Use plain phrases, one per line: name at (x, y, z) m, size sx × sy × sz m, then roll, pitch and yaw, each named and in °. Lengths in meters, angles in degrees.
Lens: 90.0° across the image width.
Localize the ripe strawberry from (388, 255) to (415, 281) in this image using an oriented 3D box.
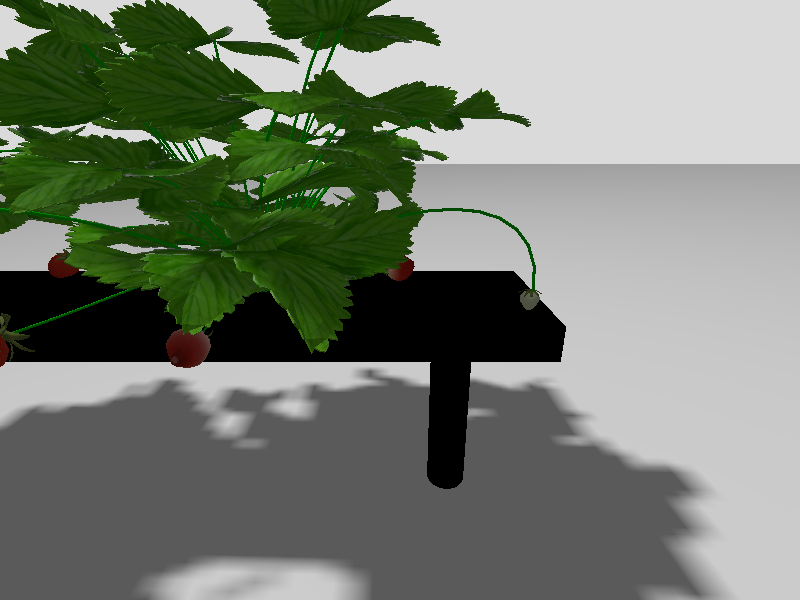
ripe strawberry at (0.001, -0.034, 0.404) m, size 0.028 × 0.028 × 0.027 m, roll -6°, pitch 21°, yaw -16°

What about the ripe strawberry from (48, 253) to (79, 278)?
ripe strawberry at (-0.342, -0.034, 0.406) m, size 0.027 × 0.023 × 0.027 m, roll -37°, pitch 9°, yaw 21°

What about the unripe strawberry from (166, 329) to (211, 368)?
unripe strawberry at (-0.127, 0.030, 0.238) m, size 0.024 × 0.025 × 0.026 m, roll 0°, pitch 21°, yaw 1°

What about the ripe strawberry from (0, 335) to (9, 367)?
ripe strawberry at (-0.248, 0.025, 0.227) m, size 0.034 × 0.039 × 0.037 m, roll 16°, pitch 27°, yaw 37°

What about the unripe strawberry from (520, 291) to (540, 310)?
unripe strawberry at (0.106, 0.001, 0.328) m, size 0.016 × 0.016 × 0.015 m, roll 4°, pitch 21°, yaw 10°
